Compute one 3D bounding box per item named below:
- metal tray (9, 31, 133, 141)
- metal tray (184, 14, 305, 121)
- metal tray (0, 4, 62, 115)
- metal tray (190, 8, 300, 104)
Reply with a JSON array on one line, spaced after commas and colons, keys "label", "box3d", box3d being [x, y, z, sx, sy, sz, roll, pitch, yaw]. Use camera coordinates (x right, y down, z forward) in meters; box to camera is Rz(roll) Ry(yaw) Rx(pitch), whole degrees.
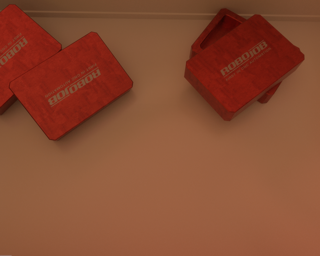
[{"label": "metal tray", "box3d": [-0.113, -0.055, 0.410, 0.131, 0.030, 0.090, -37, 95, -13]}, {"label": "metal tray", "box3d": [0.109, -0.081, 0.406, 0.131, 0.030, 0.090, -36, 74, -13]}, {"label": "metal tray", "box3d": [-0.211, -0.093, 0.423, 0.090, 0.030, 0.130, 41, 74, -7]}, {"label": "metal tray", "box3d": [0.121, -0.106, 0.447, 0.130, 0.030, 0.090, 34, 73, 11]}]
